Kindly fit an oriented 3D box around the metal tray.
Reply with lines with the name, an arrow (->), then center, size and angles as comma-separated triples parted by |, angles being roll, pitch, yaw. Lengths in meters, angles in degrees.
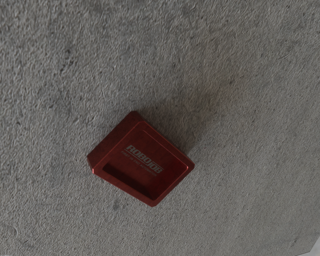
metal tray -> -0.022, 0.047, 0.424 | 0.090, 0.030, 0.130 | -46, 130, 3
